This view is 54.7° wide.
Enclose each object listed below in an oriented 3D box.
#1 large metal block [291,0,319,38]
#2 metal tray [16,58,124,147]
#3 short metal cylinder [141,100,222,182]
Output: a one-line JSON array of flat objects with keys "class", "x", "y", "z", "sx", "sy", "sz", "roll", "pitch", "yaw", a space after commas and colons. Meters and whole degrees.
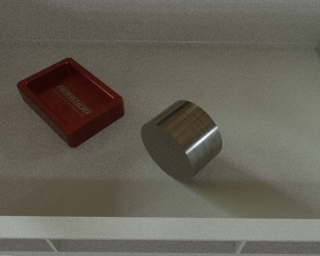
[{"class": "large metal block", "x": 0.279, "y": -0.224, "z": 0.564, "sx": 0.050, "sy": 0.080, "sz": 0.080, "roll": 12, "pitch": 51, "yaw": 10}, {"class": "metal tray", "x": -0.125, "y": -0.041, "z": 0.434, "sx": 0.091, "sy": 0.030, "sz": 0.130, "roll": -37, "pitch": 59, "yaw": -27}, {"class": "short metal cylinder", "x": 0.024, "y": 0.015, "z": 0.357, "sx": 0.080, "sy": 0.080, "sz": 0.050, "roll": 38, "pitch": 59, "yaw": 27}]
